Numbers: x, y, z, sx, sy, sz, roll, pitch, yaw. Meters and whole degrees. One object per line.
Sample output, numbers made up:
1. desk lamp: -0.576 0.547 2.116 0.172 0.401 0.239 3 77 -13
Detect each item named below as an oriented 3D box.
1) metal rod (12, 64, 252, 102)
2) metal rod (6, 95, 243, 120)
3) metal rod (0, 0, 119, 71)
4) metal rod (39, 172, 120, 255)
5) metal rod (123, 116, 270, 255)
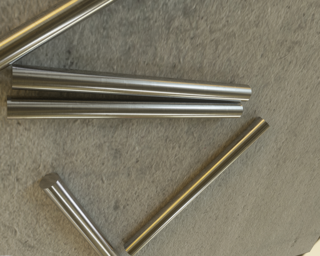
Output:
1. metal rod: -0.010 -0.050 0.371 0.303 0.025 0.025 0 119 -29
2. metal rod: -0.020 -0.024 0.382 0.303 0.025 0.025 -1 119 -28
3. metal rod: -0.046 -0.135 0.298 0.301 0.025 0.025 -34 129 -6
4. metal rod: -0.091 0.173 0.465 0.025 0.025 0.299 -29 129 -10
5. metal rod: 0.058 0.094 0.498 0.300 0.025 0.025 -44 130 2
